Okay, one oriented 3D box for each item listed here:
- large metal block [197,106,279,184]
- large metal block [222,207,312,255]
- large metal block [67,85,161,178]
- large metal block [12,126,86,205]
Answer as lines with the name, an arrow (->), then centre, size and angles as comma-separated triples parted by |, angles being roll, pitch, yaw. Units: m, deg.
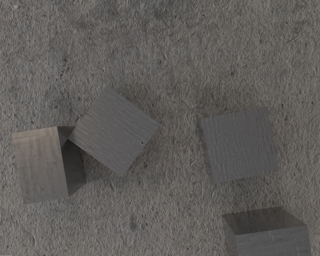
large metal block -> 0.097, 0.020, 0.398 | 0.080, 0.050, 0.080 | -11, 90, 0
large metal block -> 0.127, 0.138, 0.383 | 0.080, 0.080, 0.050 | -8, 90, 0
large metal block -> -0.055, 0.004, 0.397 | 0.080, 0.050, 0.080 | 36, 90, 0
large metal block -> -0.132, 0.041, 0.381 | 0.050, 0.080, 0.080 | -9, 90, 0
